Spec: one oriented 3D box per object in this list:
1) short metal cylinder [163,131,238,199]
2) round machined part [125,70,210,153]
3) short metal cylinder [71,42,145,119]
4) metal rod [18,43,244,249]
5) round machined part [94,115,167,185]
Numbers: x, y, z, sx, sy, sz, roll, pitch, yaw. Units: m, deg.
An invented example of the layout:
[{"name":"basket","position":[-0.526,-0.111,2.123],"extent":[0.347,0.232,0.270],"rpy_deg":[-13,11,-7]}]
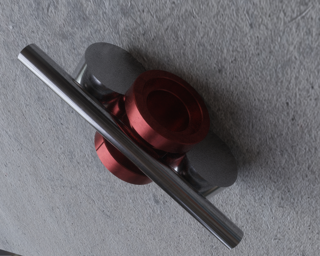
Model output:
[{"name":"short metal cylinder","position":[0.046,0.046,0.375],"extent":[0.080,0.080,0.050],"rpy_deg":[43,129,-2]},{"name":"round machined part","position":[0.005,-0.014,0.349],"extent":[0.098,0.098,0.042],"rpy_deg":[43,133,-2]},{"name":"short metal cylinder","position":[-0.061,-0.055,0.369],"extent":[0.080,0.080,0.050],"rpy_deg":[43,129,-2]},{"name":"metal rod","position":[-0.029,0.021,0.332],"extent":[0.300,0.025,0.025],"rpy_deg":[42,129,-2]},{"name":"round machined part","position":[-0.027,0.017,0.383],"extent":[0.098,0.098,0.042],"rpy_deg":[43,125,-2]}]
